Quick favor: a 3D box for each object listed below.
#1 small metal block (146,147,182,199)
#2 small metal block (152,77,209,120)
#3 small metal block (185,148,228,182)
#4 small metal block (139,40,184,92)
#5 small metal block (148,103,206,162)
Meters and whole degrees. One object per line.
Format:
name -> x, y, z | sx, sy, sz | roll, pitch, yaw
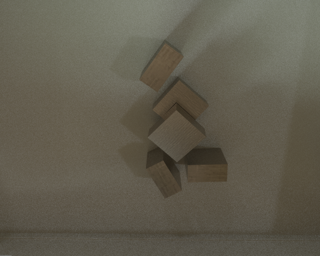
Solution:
small metal block -> 0.005, 0.058, 0.419 | 0.025, 0.050, 0.050 | -28, 108, 10
small metal block -> 0.026, -0.030, 0.400 | 0.050, 0.025, 0.050 | 39, 105, -13
small metal block -> 0.060, 0.049, 0.416 | 0.050, 0.050, 0.025 | -1, 110, 0
small metal block -> 0.001, -0.075, 0.370 | 0.025, 0.050, 0.050 | 34, 106, -12
small metal block -> 0.021, 0.006, 0.387 | 0.050, 0.025, 0.050 | 41, 110, -14
